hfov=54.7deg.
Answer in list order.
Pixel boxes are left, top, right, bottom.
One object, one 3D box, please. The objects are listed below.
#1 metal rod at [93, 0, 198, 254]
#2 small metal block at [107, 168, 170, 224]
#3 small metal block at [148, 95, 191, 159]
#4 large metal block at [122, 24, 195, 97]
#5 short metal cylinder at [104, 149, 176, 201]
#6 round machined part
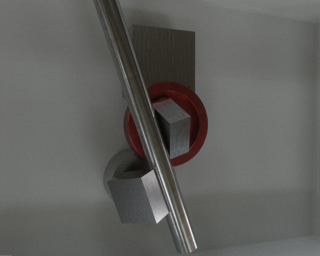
[{"bbox_3d":[-0.015,-0.007,0.330,0.025,0.025,0.298,-20,97,-19],"label":"metal rod"},{"bbox_3d":[-0.023,0.074,0.333,0.025,0.050,0.050,-26,100,-52],"label":"small metal block"},{"bbox_3d":[0.009,-0.002,0.349,0.025,0.050,0.050,-20,132,-23],"label":"small metal block"},{"bbox_3d":[-0.003,-0.080,0.394,0.081,0.050,0.079,0,90,-21],"label":"large metal block"},{"bbox_3d":[-0.026,0.066,0.388,0.081,0.050,0.079,0,90,-21],"label":"short metal cylinder"},{"bbox_3d":[0.004,-0.004,0.371,0.099,0.042,0.097,0,90,-21],"label":"round machined part"}]
